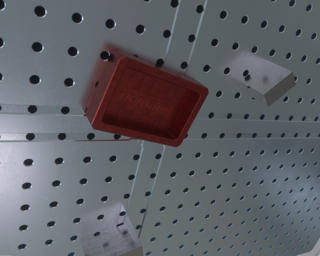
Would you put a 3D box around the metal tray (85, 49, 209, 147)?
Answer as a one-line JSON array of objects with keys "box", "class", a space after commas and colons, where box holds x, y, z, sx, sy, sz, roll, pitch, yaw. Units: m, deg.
[{"box": [-0.013, -0.031, 0.381, 0.131, 0.030, 0.089, 14, 111, -34], "class": "metal tray"}]

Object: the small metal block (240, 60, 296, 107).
[{"box": [0.152, -0.064, 0.439, 0.050, 0.050, 0.025, -39, 129, -2], "class": "small metal block"}]

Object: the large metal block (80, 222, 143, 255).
[{"box": [-0.072, 0.205, 0.483, 0.081, 0.050, 0.079, -15, 125, -20], "class": "large metal block"}]
